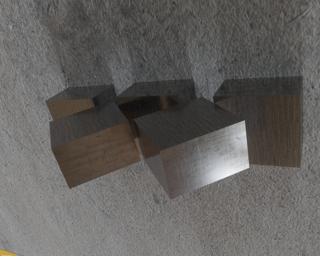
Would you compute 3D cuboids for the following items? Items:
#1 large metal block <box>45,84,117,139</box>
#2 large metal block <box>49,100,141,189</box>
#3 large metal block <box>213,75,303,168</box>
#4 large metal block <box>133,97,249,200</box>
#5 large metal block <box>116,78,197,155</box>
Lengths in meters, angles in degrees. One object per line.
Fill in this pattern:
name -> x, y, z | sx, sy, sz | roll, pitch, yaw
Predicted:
large metal block -> -0.100, -0.013, 0.435 | 0.080, 0.050, 0.080 | 0, 119, 27
large metal block -> -0.077, 0.014, 0.356 | 0.081, 0.080, 0.050 | -21, 116, -13
large metal block -> 0.108, -0.008, 0.331 | 0.080, 0.050, 0.079 | 2, 119, 27
large metal block -> 0.028, 0.014, 0.304 | 0.080, 0.081, 0.050 | -135, 29, -61
large metal block -> 0.002, -0.013, 0.382 | 0.080, 0.050, 0.079 | 1, 119, 27
